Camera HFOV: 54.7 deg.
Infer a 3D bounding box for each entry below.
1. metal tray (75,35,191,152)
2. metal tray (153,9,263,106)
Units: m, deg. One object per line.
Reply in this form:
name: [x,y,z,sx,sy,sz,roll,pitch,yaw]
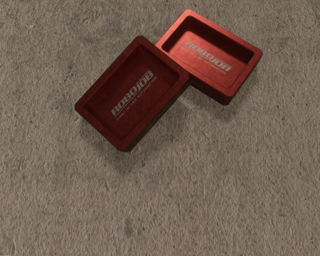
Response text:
metal tray: [-0.035,-0.044,0.405,0.090,0.030,0.130,41,88,13]
metal tray: [0.066,-0.103,0.443,0.130,0.030,0.090,34,73,11]
